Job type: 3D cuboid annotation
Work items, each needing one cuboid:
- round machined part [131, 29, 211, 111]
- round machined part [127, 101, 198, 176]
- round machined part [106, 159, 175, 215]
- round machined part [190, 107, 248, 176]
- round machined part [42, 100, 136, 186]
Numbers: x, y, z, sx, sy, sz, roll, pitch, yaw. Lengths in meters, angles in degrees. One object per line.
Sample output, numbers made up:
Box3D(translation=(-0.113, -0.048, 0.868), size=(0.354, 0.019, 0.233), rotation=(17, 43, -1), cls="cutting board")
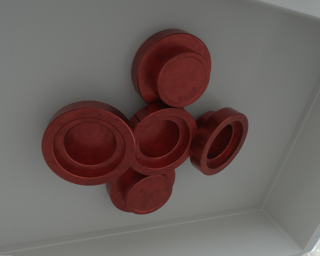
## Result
Box3D(translation=(0.019, -0.063, 0.367), size=(0.099, 0.042, 0.097), rotation=(-14, 124, -21), cls="round machined part")
Box3D(translation=(-0.004, 0.010, 0.398), size=(0.099, 0.042, 0.097), rotation=(-14, 124, -21), cls="round machined part")
Box3D(translation=(-0.022, 0.082, 0.434), size=(0.099, 0.042, 0.097), rotation=(-14, 124, -21), cls="round machined part")
Box3D(translation=(0.076, 0.015, 0.435), size=(0.099, 0.042, 0.097), rotation=(-28, 135, -31), cls="round machined part")
Box3D(translation=(-0.078, 0.014, 0.351), size=(0.099, 0.042, 0.097), rotation=(-4, 117, -7), cls="round machined part")
